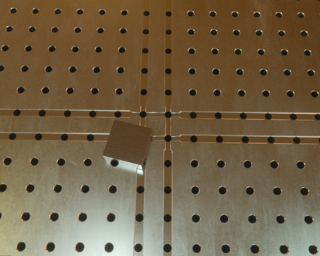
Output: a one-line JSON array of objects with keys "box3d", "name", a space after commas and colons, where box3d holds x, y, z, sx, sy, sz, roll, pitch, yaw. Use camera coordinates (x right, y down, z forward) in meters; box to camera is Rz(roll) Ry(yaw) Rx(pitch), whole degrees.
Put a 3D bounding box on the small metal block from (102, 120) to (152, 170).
[{"box3d": [-0.041, 0.022, 0.403, 0.050, 0.025, 0.050, 14, 70, 4], "name": "small metal block"}]
